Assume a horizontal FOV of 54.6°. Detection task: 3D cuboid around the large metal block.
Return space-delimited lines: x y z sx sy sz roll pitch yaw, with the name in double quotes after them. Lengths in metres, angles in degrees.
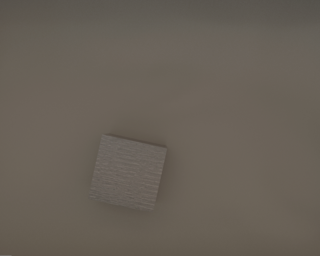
-0.039 0.055 0.399 0.080 0.050 0.080 12 90 0 "large metal block"
